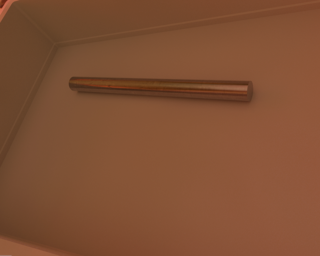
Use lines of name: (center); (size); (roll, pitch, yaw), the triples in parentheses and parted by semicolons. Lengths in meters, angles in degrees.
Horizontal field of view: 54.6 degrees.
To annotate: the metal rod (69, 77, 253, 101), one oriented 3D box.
metal rod: (-0.018, -0.060, 0.453); (0.300, 0.025, 0.025); (7, 65, 31)
